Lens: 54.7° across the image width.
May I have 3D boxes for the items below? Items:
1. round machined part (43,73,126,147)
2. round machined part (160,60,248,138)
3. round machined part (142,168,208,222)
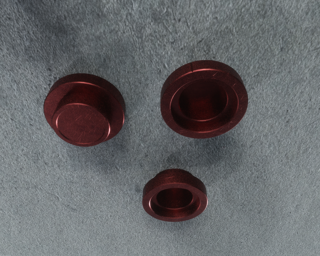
[{"bbox_3d":[-0.094,-0.015,0.382,0.099,0.042,0.097,0,130,0],"label":"round machined part"},{"bbox_3d":[0.050,-0.037,0.365,0.099,0.042,0.097,0,130,0],"label":"round machined part"},{"bbox_3d":[0.022,0.101,0.482,0.099,0.042,0.097,0,130,0],"label":"round machined part"}]
